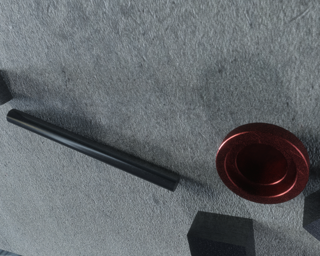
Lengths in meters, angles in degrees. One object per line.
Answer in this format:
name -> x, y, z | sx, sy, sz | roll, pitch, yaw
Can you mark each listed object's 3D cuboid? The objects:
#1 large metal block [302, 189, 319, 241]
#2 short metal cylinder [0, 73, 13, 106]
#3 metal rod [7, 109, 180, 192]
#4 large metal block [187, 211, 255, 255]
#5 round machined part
large metal block -> 0.219, 0.100, 0.337 | 0.080, 0.050, 0.080 | 40, 129, 0
short metal cylinder -> -0.281, -0.054, 0.483 | 0.080, 0.080, 0.050 | -6, 115, 30
metal rod -> -0.112, 0.030, 0.481 | 0.301, 0.025, 0.025 | 20, 126, 15
large metal block -> 0.091, 0.173, 0.449 | 0.080, 0.050, 0.079 | 2, 119, 27
round machined part -> 0.118, 0.036, 0.356 | 0.098, 0.042, 0.097 | 13, 124, 20
